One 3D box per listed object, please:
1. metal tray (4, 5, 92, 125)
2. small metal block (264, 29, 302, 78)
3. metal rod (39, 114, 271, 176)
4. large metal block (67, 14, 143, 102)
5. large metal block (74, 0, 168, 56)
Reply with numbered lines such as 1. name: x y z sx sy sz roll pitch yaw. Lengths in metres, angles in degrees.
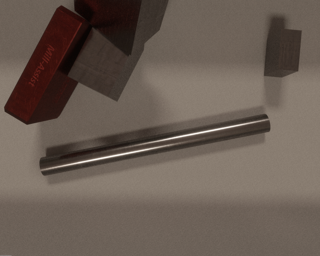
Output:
1. metal tray: -0.121 -0.070 0.369 0.030 0.090 0.129 31 97 0
2. small metal block: 0.158 -0.095 0.401 0.025 0.050 0.050 5 90 0
3. metal rod: -0.006 0.022 0.411 0.302 0.025 0.025 -11 90 -1
4. large metal block: -0.062 -0.082 0.383 0.050 0.080 0.080 27 90 -1
5. large metal block: -0.039 -0.134 0.307 0.080 0.080 0.050 39 66 5
